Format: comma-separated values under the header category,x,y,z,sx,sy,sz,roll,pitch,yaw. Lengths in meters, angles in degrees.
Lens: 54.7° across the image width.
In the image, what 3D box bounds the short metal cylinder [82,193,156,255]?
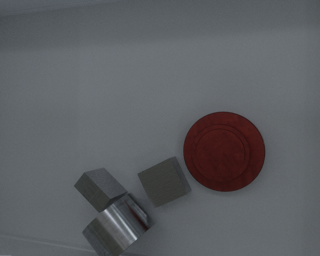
category,x,y,z,sx,sy,sz,roll,pitch,yaw
short metal cylinder,-0.052,0.129,0.398,0.080,0.080,0.050,-45,76,14

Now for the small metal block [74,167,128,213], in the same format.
category,x,y,z,sx,sy,sz,roll,pitch,yaw
small metal block,-0.080,0.083,0.424,0.050,0.050,0.025,42,103,15

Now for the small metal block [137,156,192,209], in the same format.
category,x,y,z,sx,sy,sz,roll,pitch,yaw
small metal block,0.006,0.071,0.408,0.050,0.025,0.050,-28,81,17

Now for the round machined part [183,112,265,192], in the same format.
category,x,y,z,sx,sy,sz,roll,pitch,yaw
round machined part,0.076,0.029,0.374,0.098,0.042,0.097,0,90,19
